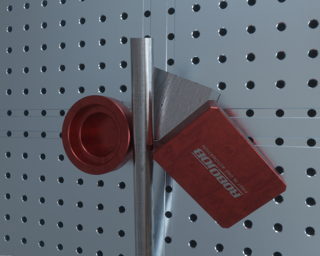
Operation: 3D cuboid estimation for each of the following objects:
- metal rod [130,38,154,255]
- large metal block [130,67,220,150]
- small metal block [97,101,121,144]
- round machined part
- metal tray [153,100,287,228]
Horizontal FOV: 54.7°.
[{"bbox_3d":[-0.020,0.046,0.373,0.025,0.025,0.298,6,108,20],"label":"metal rod"},{"bbox_3d":[0.019,-0.023,0.389,0.080,0.050,0.080,24,98,18],"label":"large metal block"},{"bbox_3d":[-0.074,-0.007,0.435,0.050,0.025,0.050,-23,82,18],"label":"small metal block"},{"bbox_3d":[-0.072,0.008,0.396,0.098,0.042,0.097,0,91,23],"label":"round machined part"},{"bbox_3d":[0.068,0.044,0.355,0.090,0.030,0.130,-40,103,16],"label":"metal tray"}]
